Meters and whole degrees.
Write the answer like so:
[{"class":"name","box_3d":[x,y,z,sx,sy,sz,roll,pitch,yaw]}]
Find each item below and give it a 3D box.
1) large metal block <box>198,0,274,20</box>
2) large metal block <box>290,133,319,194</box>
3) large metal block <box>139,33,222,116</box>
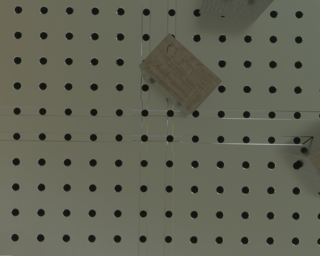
[{"class":"large metal block","box_3d":[0.095,-0.177,0.386,0.080,0.080,0.050,5,90,0]},{"class":"large metal block","box_3d":[0.236,0.044,0.402,0.080,0.050,0.080,-36,90,0]},{"class":"large metal block","box_3d":[0.023,-0.061,0.386,0.080,0.080,0.050,42,90,0]}]
